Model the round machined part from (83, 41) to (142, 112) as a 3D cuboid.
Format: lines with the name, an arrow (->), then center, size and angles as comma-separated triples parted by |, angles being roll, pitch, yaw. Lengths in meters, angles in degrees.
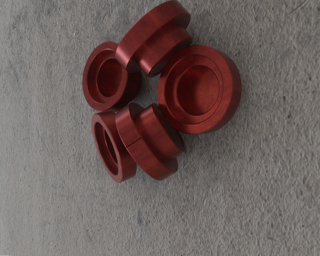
round machined part -> -0.065, -0.070, 0.445 | 0.098, 0.042, 0.097 | -4, 84, 40

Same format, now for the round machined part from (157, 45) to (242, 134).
round machined part -> 0.048, -0.042, 0.354 | 0.098, 0.042, 0.097 | 0, 89, 39

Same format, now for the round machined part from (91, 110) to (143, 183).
round machined part -> -0.054, 0.021, 0.422 | 0.098, 0.042, 0.097 | 43, 144, 44

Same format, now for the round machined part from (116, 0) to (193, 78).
round machined part -> -0.001, -0.097, 0.363 | 0.042, 0.099, 0.098 | 50, 122, 4

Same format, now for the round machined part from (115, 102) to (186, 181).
round machined part -> -0.005, 0.010, 0.366 | 0.042, 0.098, 0.098 | -34, 68, 13
